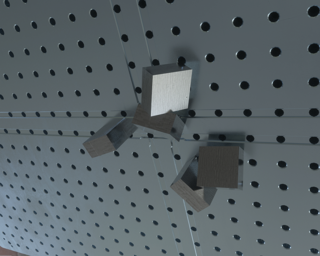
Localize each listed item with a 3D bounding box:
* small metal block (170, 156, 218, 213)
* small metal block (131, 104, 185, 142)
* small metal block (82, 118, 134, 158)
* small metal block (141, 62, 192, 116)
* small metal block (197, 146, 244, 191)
[{"bbox_3d":[0.049,0.075,0.415,0.050,0.050,0.025,43,132,-1],"label":"small metal block"},{"bbox_3d":[-0.001,-0.005,0.390,0.050,0.050,0.025,16,82,19],"label":"small metal block"},{"bbox_3d":[-0.073,0.014,0.443,0.050,0.050,0.025,-19,108,35],"label":"small metal block"},{"bbox_3d":[0.007,-0.046,0.360,0.025,0.050,0.050,45,140,47],"label":"small metal block"},{"bbox_3d":[0.075,0.050,0.384,0.050,0.025,0.050,-2,73,27],"label":"small metal block"}]
